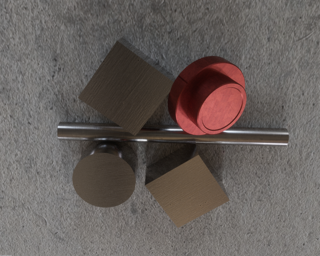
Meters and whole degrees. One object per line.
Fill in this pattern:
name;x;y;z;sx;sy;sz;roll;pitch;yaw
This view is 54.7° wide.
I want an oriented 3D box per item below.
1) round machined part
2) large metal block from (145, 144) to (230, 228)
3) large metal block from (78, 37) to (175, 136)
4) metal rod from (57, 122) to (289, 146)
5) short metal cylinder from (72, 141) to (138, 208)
round machined part;0.062;-0.031;0.366;0.099;0.042;0.097;-17;130;-22
large metal block;0.036;0.076;0.426;0.080;0.050;0.080;-31;108;10
large metal block;-0.038;-0.051;0.376;0.080;0.050;0.080;35;106;-12
metal rod;0.018;0.008;0.415;0.302;0.025;0.025;2;110;-1
short metal cylinder;-0.071;0.059;0.418;0.081;0.050;0.079;0;110;-1
